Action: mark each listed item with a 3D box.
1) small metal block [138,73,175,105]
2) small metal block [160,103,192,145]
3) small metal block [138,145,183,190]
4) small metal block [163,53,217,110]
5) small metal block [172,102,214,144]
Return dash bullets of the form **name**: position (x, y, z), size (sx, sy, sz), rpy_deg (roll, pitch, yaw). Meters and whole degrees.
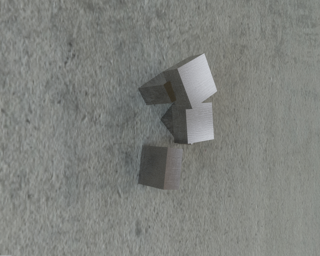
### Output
- **small metal block**: position (0.009, -0.054, 0.398), size (0.050, 0.050, 0.025), rpy_deg (-40, 115, -33)
- **small metal block**: position (0.036, -0.012, 0.437), size (0.050, 0.025, 0.050), rpy_deg (52, 59, -28)
- **small metal block**: position (0.000, 0.049, 0.391), size (0.025, 0.050, 0.050), rpy_deg (10, 84, -40)
- **small metal block**: position (0.037, -0.056, 0.373), size (0.050, 0.025, 0.050), rpy_deg (-36, 112, -34)
- **small metal block**: position (0.044, -0.007, 0.412), size (0.050, 0.025, 0.050), rpy_deg (-7, 95, -40)
